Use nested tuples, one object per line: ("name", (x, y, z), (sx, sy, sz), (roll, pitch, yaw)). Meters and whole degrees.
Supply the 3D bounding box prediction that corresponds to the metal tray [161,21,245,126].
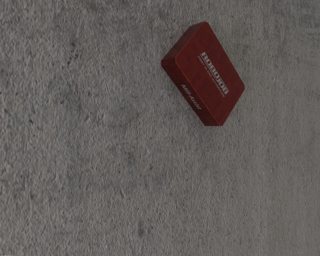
("metal tray", (0.068, -0.076, 0.457), (0.130, 0.030, 0.090), (51, 60, -28))
